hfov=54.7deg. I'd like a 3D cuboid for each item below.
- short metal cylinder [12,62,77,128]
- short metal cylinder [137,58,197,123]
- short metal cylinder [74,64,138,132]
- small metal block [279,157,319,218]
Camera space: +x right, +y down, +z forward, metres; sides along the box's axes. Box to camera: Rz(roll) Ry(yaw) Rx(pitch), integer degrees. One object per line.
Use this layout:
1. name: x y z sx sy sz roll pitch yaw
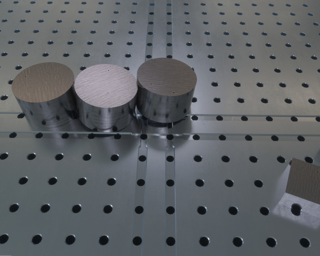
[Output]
1. short metal cylinder: -0.154 -0.046 0.429 0.081 0.050 0.080 0 50 0
2. short metal cylinder: 0.007 -0.053 0.431 0.081 0.050 0.080 4 48 -4
3. short metal cylinder: -0.072 -0.041 0.419 0.081 0.050 0.080 5 52 -6
4. small metal block: 0.168 0.068 0.352 0.050 0.025 0.050 19 52 15
